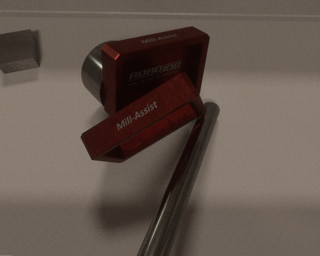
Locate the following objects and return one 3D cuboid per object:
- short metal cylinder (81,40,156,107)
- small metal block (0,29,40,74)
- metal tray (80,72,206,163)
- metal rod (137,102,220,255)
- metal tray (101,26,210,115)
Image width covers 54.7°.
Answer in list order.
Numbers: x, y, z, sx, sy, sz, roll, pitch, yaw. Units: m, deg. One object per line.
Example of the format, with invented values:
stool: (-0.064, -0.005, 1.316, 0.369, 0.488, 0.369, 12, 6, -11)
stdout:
short metal cylinder: (-0.052, -0.065, 0.396, 0.080, 0.080, 0.050, -38, 51, -13)
small metal block: (-0.206, -0.110, 0.448, 0.050, 0.025, 0.050, -12, 71, -5)
metal tray: (-0.014, -0.006, 0.358, 0.130, 0.090, 0.030, -31, 76, 7)
metal rod: (0.019, 0.063, 0.311, 0.025, 0.025, 0.301, 22, 42, 7)
metal tray: (-0.004, -0.066, 0.375, 0.131, 0.089, 0.030, -21, 45, -30)
